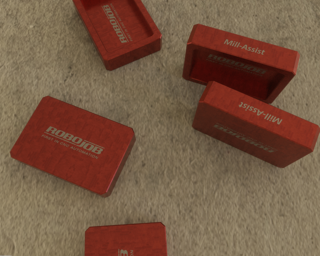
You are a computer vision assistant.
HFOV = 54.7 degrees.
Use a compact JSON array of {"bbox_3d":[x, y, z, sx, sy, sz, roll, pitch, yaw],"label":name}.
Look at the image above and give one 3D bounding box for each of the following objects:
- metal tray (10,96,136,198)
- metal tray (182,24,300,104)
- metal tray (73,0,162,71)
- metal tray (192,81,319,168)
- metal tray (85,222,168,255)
[{"bbox_3d":[-0.108,0.023,0.396,0.131,0.030,0.090,21,71,7],"label":"metal tray"},{"bbox_3d":[0.098,-0.080,0.403,0.131,0.090,0.030,18,71,6],"label":"metal tray"},{"bbox_3d":[-0.065,-0.159,0.462,0.091,0.030,0.130,-25,72,-9],"label":"metal tray"},{"bbox_3d":[0.108,-0.001,0.375,0.130,0.090,0.030,25,72,8],"label":"metal tray"},{"bbox_3d":[-0.035,0.174,0.341,0.091,0.030,0.129,-3,70,-2],"label":"metal tray"}]
